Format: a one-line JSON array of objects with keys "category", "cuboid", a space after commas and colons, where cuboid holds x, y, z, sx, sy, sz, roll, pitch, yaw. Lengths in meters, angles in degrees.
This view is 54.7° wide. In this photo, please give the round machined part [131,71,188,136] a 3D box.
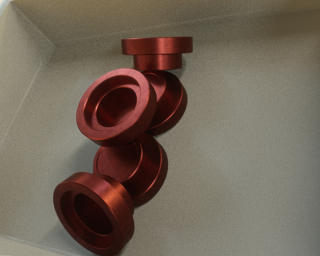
[{"category": "round machined part", "cuboid": [-0.016, -0.040, 0.424, 0.098, 0.042, 0.098, -13, 56, 20]}]

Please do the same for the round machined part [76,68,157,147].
[{"category": "round machined part", "cuboid": [-0.048, -0.021, 0.374, 0.098, 0.042, 0.098, -13, 56, 20]}]

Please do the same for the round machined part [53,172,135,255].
[{"category": "round machined part", "cuboid": [-0.069, 0.091, 0.348, 0.098, 0.097, 0.042, 7, 27, 30]}]

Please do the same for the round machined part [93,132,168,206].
[{"category": "round machined part", "cuboid": [-0.043, 0.046, 0.385, 0.098, 0.042, 0.098, -13, 56, 20]}]

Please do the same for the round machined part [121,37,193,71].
[{"category": "round machined part", "cuboid": [-0.004, -0.104, 0.434, 0.098, 0.099, 0.042, 8, 108, 31]}]
